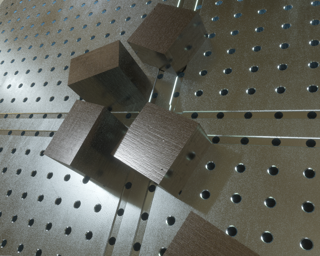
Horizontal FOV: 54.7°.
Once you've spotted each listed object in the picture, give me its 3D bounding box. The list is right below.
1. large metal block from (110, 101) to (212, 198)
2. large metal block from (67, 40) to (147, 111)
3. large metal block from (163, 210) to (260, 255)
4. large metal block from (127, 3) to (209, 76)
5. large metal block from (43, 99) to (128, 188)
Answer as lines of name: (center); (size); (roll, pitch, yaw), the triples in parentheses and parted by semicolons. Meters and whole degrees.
large metal block: (0.002, 0.025, 0.375); (0.080, 0.050, 0.080); (26, 75, 36)
large metal block: (-0.074, -0.071, 0.454); (0.080, 0.080, 0.050); (-16, 56, 19)
large metal block: (0.047, 0.137, 0.283); (0.080, 0.050, 0.080); (26, 76, 36)
large metal block: (0.012, -0.135, 0.467); (0.080, 0.050, 0.080); (29, 78, 37)
large metal block: (-0.088, 0.021, 0.404); (0.050, 0.080, 0.080); (15, 70, 34)
